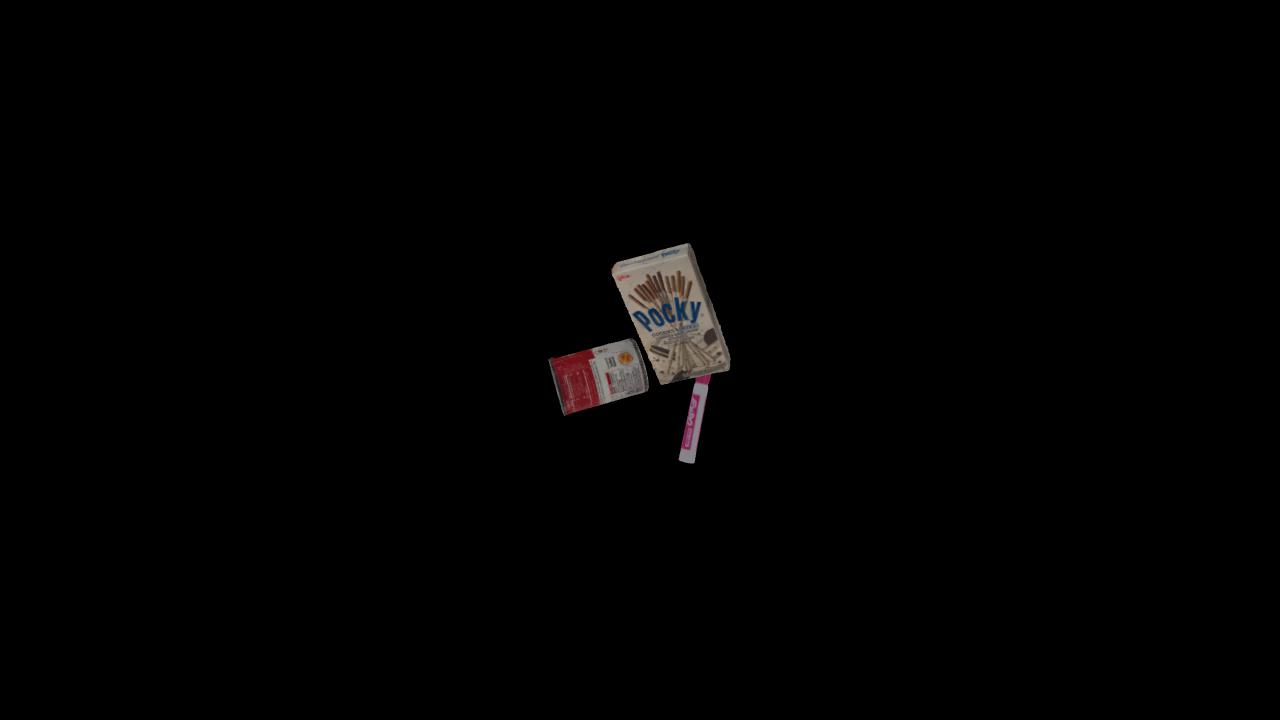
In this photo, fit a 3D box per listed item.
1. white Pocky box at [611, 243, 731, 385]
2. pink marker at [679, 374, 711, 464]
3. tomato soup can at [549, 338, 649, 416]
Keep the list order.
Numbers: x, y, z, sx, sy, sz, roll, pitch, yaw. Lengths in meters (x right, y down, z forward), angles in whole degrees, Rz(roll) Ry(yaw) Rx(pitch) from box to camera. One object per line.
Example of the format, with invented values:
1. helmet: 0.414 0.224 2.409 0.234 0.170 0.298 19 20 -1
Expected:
1. white Pocky box: 0.037 -0.044 0.653 0.084 0.154 0.028 -13 36 17
2. pink marker: 0.065 0.059 0.711 0.020 0.121 0.020 11 1 0
3. tomato soup can: -0.047 0.018 0.706 0.101 0.068 0.068 -15 2 -9
